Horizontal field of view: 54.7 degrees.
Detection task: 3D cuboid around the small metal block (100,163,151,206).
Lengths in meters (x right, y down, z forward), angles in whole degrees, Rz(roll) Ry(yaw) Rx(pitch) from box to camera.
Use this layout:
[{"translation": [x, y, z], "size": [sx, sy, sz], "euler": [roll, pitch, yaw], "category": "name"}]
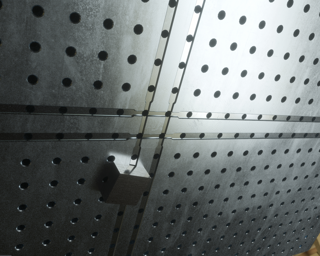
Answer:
[{"translation": [-0.048, 0.080, 0.436], "size": [0.050, 0.025, 0.050], "euler": [16, 110, -35], "category": "small metal block"}]
